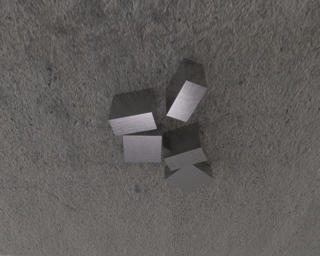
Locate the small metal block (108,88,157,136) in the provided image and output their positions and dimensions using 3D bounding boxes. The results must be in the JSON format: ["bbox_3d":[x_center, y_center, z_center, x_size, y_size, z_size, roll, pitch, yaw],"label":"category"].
[{"bbox_3d":[-0.031,-0.020,0.373,0.050,0.050,0.025,-10,129,8],"label":"small metal block"}]

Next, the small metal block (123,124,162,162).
[{"bbox_3d":[-0.023,0.021,0.424,0.050,0.025,0.050,1,130,-1],"label":"small metal block"}]

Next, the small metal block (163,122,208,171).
[{"bbox_3d":[0.032,0.024,0.411,0.050,0.050,0.025,-19,128,15],"label":"small metal block"}]

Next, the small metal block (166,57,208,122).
[{"bbox_3d":[0.029,-0.044,0.354,0.025,0.050,0.050,18,128,-15],"label":"small metal block"}]

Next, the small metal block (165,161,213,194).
[{"bbox_3d":[0.043,0.067,0.465,0.050,0.025,0.050,35,122,-26],"label":"small metal block"}]
